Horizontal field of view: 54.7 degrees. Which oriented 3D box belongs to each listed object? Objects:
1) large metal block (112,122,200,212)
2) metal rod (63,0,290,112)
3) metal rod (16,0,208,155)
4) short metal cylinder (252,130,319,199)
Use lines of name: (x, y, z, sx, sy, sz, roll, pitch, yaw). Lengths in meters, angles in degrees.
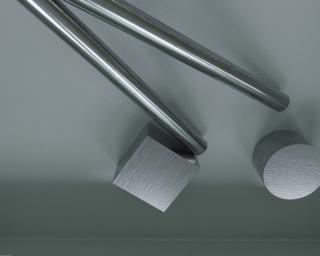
large metal block: (-0.005, 0.052, 0.417, 0.080, 0.050, 0.080, 33, 107, -12)
metal rod: (0.037, -0.076, 0.325, 0.302, 0.025, 0.025, 20, 111, -31)
metal rod: (-0.035, -0.050, 0.330, 0.025, 0.025, 0.301, -39, 130, 13)
short metal cylinder: (0.172, 0.048, 0.418, 0.081, 0.050, 0.079, 0, 110, -1)
